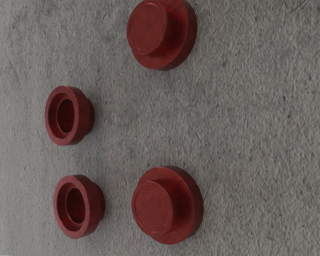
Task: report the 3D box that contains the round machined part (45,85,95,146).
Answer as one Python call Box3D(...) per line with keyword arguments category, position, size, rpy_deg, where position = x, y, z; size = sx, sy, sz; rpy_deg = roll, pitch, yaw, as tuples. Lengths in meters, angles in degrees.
Box3D(category="round machined part", position=(-0.147, -0.020, 0.515), size=(0.098, 0.042, 0.097), rpy_deg=(0, 90, 40))

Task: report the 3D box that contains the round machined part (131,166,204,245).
Box3D(category="round machined part", position=(0.002, 0.098, 0.392), size=(0.098, 0.042, 0.097), rpy_deg=(0, 90, 40))

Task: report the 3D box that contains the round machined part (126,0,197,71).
Box3D(category="round machined part", position=(-0.005, -0.125, 0.398), size=(0.098, 0.042, 0.097), rpy_deg=(0, 90, 40))

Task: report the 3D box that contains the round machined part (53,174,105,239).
Box3D(category="round machined part", position=(-0.126, 0.123, 0.498), size=(0.098, 0.042, 0.097), rpy_deg=(0, 90, 40))
